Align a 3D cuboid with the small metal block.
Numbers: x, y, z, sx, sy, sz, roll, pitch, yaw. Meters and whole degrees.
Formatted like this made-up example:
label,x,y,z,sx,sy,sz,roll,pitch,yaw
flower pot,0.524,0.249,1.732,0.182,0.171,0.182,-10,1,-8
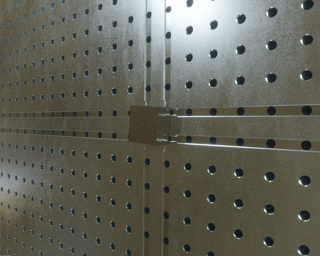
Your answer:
label,x,y,z,sx,sy,sz,roll,pitch,yaw
small metal block,-0.015,-0.004,0.419,0.050,0.025,0.050,7,94,39
